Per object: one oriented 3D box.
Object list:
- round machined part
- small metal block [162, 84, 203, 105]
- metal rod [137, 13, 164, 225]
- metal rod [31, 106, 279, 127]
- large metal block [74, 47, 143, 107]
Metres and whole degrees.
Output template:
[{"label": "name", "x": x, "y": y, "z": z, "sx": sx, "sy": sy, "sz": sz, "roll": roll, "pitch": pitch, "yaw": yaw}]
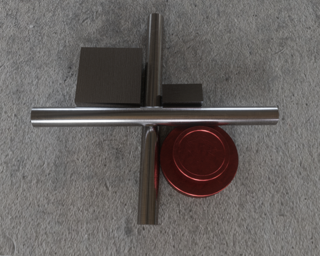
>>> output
[{"label": "round machined part", "x": 0.049, "y": 0.036, "z": 0.387, "sx": 0.099, "sy": 0.042, "sz": 0.098, "roll": 0, "pitch": 70, "yaw": -1}, {"label": "small metal block", "x": 0.028, "y": -0.036, "z": 0.410, "sx": 0.050, "sy": 0.050, "sz": 0.025, "roll": -1, "pitch": 70, "yaw": -1}, {"label": "metal rod", "x": -0.011, "y": -0.025, "z": 0.418, "sx": 0.025, "sy": 0.025, "sz": 0.299, "roll": 2, "pitch": 70, "yaw": 0}, {"label": "metal rod", "x": -0.002, "y": -0.015, "z": 0.388, "sx": 0.302, "sy": 0.025, "sz": 0.025, "roll": -1, "pitch": 70, "yaw": -5}, {"label": "large metal block", "x": -0.064, "y": -0.060, "z": 0.416, "sx": 0.081, "sy": 0.050, "sz": 0.080, "roll": 1, "pitch": 70, "yaw": 0}]
